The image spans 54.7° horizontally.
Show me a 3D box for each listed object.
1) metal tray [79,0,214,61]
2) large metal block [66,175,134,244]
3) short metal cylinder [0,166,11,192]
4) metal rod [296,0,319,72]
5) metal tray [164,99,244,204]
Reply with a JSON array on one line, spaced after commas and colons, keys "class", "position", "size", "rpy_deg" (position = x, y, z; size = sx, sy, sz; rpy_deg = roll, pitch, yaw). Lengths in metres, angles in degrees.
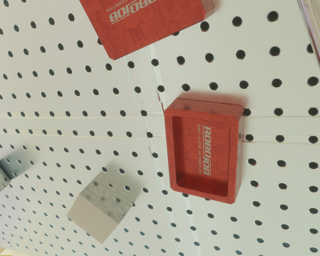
[{"class": "metal tray", "position": [-0.019, -0.138, 0.333], "size": [0.130, 0.030, 0.090], "rpy_deg": [-15, 111, 34]}, {"class": "large metal block", "position": [-0.105, 0.143, 0.539], "size": [0.080, 0.050, 0.080], "rpy_deg": [37, 129, 3]}, {"class": "short metal cylinder", "position": [-0.357, 0.113, 0.634], "size": [0.080, 0.080, 0.050], "rpy_deg": [-19, 108, 35]}, {"class": "metal rod", "position": [0.158, -0.067, 0.286], "size": [0.025, 0.025, 0.299], "rpy_deg": [-16, 110, 34]}, {"class": "metal tray", "position": [0.056, 0.031, 0.397], "size": [0.090, 0.030, 0.129], "rpy_deg": [9, 122, 23]}]
